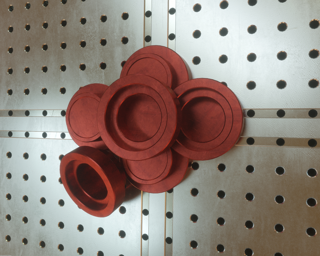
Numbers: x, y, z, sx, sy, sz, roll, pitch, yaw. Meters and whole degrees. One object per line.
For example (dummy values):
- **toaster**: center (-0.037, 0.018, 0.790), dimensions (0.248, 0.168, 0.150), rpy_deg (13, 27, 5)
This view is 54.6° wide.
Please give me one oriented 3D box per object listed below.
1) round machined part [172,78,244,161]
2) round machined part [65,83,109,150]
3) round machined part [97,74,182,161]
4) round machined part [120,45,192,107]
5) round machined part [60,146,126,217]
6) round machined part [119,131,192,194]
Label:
- **round machined part**: center (0.054, -0.010, 0.384), dimensions (0.098, 0.042, 0.097), rpy_deg (0, 90, 20)
- **round machined part**: center (-0.092, -0.014, 0.437), dimensions (0.098, 0.042, 0.097), rpy_deg (0, 90, 20)
- **round machined part**: center (-0.021, -0.012, 0.366), dimensions (0.098, 0.042, 0.097), rpy_deg (0, 90, 20)
- **round machined part**: center (-0.010, -0.060, 0.408), dimensions (0.098, 0.042, 0.097), rpy_deg (0, 90, 20)
- **round machined part**: center (-0.085, 0.068, 0.420), dimensions (0.098, 0.042, 0.097), rpy_deg (15, 120, 28)
- **round machined part**: center (-0.010, 0.038, 0.407), dimensions (0.098, 0.042, 0.097), rpy_deg (0, 90, 20)
